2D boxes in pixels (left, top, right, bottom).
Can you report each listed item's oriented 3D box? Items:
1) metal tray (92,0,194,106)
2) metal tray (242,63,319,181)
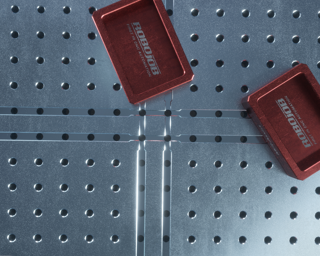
[{"bbox_3d":[-0.022,-0.105,0.410,0.090,0.030,0.129,-23,90,-1],"label":"metal tray"},{"bbox_3d":[0.183,-0.008,0.413,0.090,0.030,0.130,-33,90,-1],"label":"metal tray"}]
